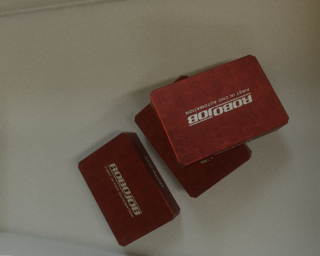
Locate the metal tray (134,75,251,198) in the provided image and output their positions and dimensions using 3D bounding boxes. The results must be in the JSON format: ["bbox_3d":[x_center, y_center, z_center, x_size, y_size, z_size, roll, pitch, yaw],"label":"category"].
[{"bbox_3d":[0.040,0.010,0.394,0.090,0.030,0.130,-40,78,15],"label":"metal tray"}]

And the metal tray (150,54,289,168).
[{"bbox_3d":[0.065,-0.019,0.352,0.131,0.030,0.090,-21,76,-7],"label":"metal tray"}]

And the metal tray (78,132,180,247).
[{"bbox_3d":[-0.044,0.081,0.423,0.090,0.030,0.130,-34,79,16],"label":"metal tray"}]
